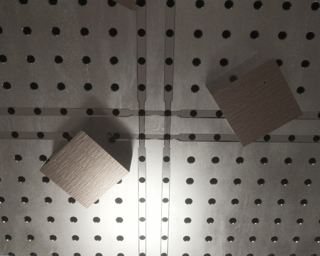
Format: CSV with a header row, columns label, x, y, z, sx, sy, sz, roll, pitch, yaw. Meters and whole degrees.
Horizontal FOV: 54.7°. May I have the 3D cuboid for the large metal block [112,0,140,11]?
label,x,y,z,sx,sy,sz,roll,pitch,yaw
large metal block,-0.048,-0.183,0.332,0.080,0.050,0.080,25,108,-9

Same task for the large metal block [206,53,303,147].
label,x,y,z,sx,sy,sz,roll,pitch,yaw
large metal block,0.115,-0.036,0.388,0.080,0.050,0.080,-31,108,10

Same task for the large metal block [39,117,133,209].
label,x,y,z,sx,sy,sz,roll,pitch,yaw
large metal block,-0.096,0.046,0.416,0.080,0.050,0.080,-42,105,13
